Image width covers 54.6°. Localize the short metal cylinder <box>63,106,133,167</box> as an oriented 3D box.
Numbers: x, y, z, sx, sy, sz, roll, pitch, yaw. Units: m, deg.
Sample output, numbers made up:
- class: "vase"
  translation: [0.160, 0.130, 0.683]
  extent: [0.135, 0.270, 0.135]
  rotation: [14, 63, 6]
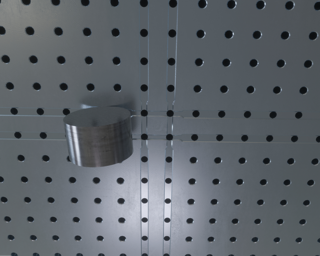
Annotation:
- class: "short metal cylinder"
  translation: [-0.075, 0.008, 0.386]
  extent: [0.080, 0.080, 0.050]
  rotation: [-2, 110, 1]
